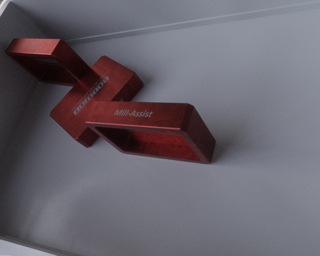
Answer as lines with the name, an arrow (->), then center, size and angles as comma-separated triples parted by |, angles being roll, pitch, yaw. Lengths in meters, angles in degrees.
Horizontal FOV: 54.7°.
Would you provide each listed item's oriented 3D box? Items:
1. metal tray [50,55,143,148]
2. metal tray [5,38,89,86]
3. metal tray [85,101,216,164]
metal tray -> -0.099, -0.044, 0.480 | 0.090, 0.030, 0.130 | 34, 81, 38
metal tray -> -0.185, -0.110, 0.525 | 0.130, 0.090, 0.030 | 11, 68, 32
metal tray -> -0.010, 0.005, 0.364 | 0.130, 0.090, 0.030 | 4, 64, 29
